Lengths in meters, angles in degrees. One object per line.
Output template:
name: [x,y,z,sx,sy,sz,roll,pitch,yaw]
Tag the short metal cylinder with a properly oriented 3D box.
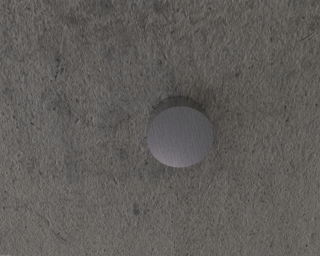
short metal cylinder: [0.024,0.003,0.398,0.080,0.050,0.079,0,110,0]
